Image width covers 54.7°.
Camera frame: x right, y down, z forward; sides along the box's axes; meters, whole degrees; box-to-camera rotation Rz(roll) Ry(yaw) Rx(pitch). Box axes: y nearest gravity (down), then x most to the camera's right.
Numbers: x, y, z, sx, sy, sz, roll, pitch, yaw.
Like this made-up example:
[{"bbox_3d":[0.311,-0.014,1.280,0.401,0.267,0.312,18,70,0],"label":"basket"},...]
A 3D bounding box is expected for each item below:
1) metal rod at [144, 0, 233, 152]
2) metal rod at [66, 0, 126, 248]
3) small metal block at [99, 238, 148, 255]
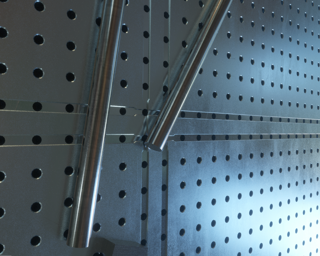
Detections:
[{"bbox_3d":[0.053,-0.102,0.455,0.025,0.025,0.300,40,66,-33],"label":"metal rod"},{"bbox_3d":[-0.070,-0.021,0.351,0.025,0.025,0.298,12,82,-40],"label":"metal rod"},{"bbox_3d":[-0.047,0.164,0.372,0.050,0.025,0.050,24,75,-38],"label":"small metal block"}]
